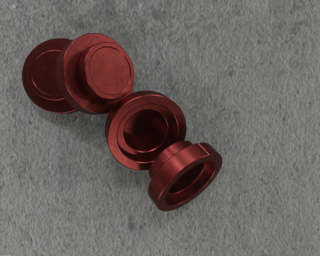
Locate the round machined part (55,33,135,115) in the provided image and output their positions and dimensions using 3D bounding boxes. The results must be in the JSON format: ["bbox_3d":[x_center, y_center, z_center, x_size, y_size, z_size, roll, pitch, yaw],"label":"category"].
[{"bbox_3d":[-0.070,-0.066,0.374,0.099,0.042,0.097,2,87,-42],"label":"round machined part"}]

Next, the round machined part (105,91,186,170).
[{"bbox_3d":[-0.020,0.000,0.388,0.099,0.042,0.097,-7,112,-17],"label":"round machined part"}]

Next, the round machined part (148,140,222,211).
[{"bbox_3d":[0.026,0.054,0.382,0.098,0.098,0.042,-42,58,0],"label":"round machined part"}]

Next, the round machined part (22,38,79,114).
[{"bbox_3d":[-0.129,-0.068,0.400,0.099,0.042,0.097,0,90,-1],"label":"round machined part"}]
